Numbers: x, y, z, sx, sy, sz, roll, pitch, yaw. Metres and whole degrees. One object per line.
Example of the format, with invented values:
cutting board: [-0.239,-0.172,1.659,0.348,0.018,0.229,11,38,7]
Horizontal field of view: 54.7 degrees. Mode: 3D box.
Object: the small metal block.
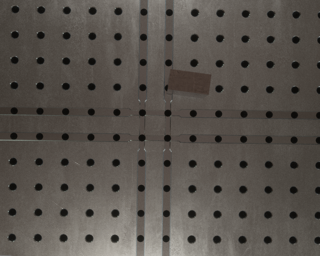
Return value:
small metal block: [0.036,-0.056,0.401,0.050,0.050,0.025,8,90,-1]
